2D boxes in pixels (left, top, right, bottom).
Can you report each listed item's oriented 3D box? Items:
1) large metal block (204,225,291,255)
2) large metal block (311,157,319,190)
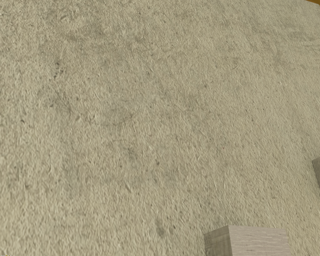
[{"bbox_3d":[0.101,0.157,0.346,0.081,0.050,0.080,11,57,-22],"label":"large metal block"},{"bbox_3d":[0.296,0.076,0.481,0.050,0.080,0.080,13,56,-21],"label":"large metal block"}]
